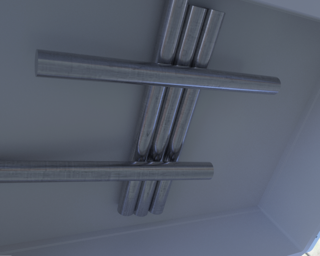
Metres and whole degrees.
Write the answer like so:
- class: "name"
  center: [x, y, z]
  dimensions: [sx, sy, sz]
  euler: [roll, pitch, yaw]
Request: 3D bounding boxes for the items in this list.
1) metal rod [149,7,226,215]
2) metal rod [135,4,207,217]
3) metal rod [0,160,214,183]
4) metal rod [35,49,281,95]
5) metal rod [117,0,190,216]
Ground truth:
- class: "metal rod"
  center: [0.028, -0.005, 0.418]
  dimensions: [0.025, 0.025, 0.298]
  euler: [1, 118, -29]
- class: "metal rod"
  center: [0.005, -0.005, 0.407]
  dimensions: [0.025, 0.025, 0.298]
  euler: [1, 118, -29]
- class: "metal rod"
  center: [-0.071, 0.053, 0.377]
  dimensions: [0.302, 0.025, 0.025]
  euler: [3, 117, -22]
- class: "metal rod"
  center: [0.022, -0.058, 0.350]
  dimensions: [0.303, 0.025, 0.025]
  euler: [0, 118, -28]
- class: "metal rod"
  center: [-0.015, -0.010, 0.393]
  dimensions: [0.025, 0.025, 0.298]
  euler: [0, 118, -29]
